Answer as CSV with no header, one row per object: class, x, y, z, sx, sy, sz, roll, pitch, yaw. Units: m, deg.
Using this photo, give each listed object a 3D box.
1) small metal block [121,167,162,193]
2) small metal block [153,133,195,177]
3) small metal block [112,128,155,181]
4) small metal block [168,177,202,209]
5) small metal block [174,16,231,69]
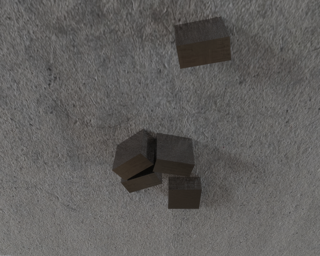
small metal block,-0.025,0.059,0.441,0.050,0.050,0.025,-19,128,15
small metal block,0.018,0.036,0.421,0.050,0.050,0.025,10,130,-9
small metal block,-0.035,0.036,0.420,0.050,0.050,0.025,-32,120,24
small metal block,0.038,0.105,0.497,0.050,0.025,0.050,0,130,-1
small metal block,0.042,-0.088,0.316,0.050,0.050,0.025,-9,130,7
